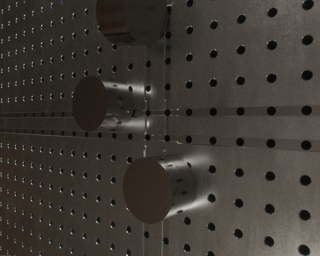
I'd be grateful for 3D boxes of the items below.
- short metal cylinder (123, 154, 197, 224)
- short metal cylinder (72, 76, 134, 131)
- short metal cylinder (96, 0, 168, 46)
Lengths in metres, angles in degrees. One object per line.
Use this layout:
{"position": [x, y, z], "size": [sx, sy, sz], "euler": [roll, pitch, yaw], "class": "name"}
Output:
{"position": [-0.001, 0.075, 0.392], "size": [0.080, 0.050, 0.079], "euler": [0, 90, 39], "class": "short metal cylinder"}
{"position": [-0.085, -0.035, 0.461], "size": [0.080, 0.050, 0.079], "euler": [0, 90, 39], "class": "short metal cylinder"}
{"position": [-0.035, -0.148, 0.400], "size": [0.050, 0.081, 0.079], "euler": [11, 97, 39], "class": "short metal cylinder"}
